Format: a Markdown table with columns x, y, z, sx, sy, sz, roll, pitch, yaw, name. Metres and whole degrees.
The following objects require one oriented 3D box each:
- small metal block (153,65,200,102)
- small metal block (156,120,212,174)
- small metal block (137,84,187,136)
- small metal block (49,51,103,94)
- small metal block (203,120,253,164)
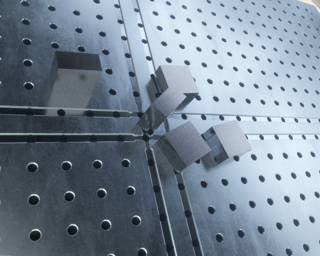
| x | y | z | sx | sy | sz | roll | pitch | yaw | name |
| --- | --- | --- | --- | --- | --- | --- | --- | --- | --- |
| 0.024 | -0.066 | 0.463 | 0.050 | 0.025 | 0.050 | -5 | 65 | -31 | small metal block |
| 0.032 | 0.025 | 0.412 | 0.050 | 0.025 | 0.050 | -27 | 77 | -37 | small metal block |
| 0.002 | -0.024 | 0.409 | 0.025 | 0.050 | 0.050 | 42 | 51 | 0 | small metal block |
| -0.104 | -0.066 | 0.377 | 0.050 | 0.050 | 0.025 | -2 | 63 | -30 | small metal block |
| 0.099 | 0.020 | 0.452 | 0.050 | 0.025 | 0.050 | -14 | 69 | -34 | small metal block |
